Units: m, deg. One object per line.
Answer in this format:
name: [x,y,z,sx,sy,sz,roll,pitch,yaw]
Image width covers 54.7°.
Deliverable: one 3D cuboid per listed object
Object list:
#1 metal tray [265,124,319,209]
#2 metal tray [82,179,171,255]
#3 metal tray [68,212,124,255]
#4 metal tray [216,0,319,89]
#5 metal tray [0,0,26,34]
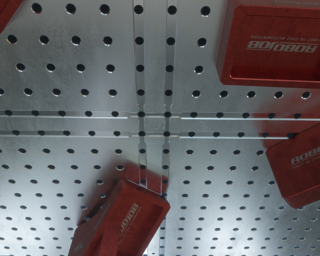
metal tray: [0.215,0.040,0.406,0.130,0.090,0.030,-31,124,23]
metal tray: [-0.054,0.158,0.500,0.090,0.030,0.130,29,92,-23]
metal tray: [-0.114,0.198,0.522,0.030,0.090,0.129,30,133,-23]
metal tray: [0.134,-0.089,0.334,0.131,0.030,0.089,2,130,-2]
metal tray: [-0.177,-0.158,0.270,0.130,0.030,0.090,36,121,-27]
